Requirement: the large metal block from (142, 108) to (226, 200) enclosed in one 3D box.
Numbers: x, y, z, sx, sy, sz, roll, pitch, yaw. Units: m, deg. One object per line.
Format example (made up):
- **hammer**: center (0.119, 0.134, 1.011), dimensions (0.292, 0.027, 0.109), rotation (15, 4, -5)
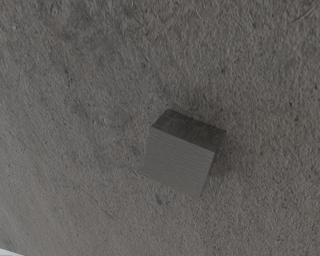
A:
- **large metal block**: center (0.029, 0.033, 0.396), dimensions (0.080, 0.050, 0.079), rotation (22, 127, 15)
